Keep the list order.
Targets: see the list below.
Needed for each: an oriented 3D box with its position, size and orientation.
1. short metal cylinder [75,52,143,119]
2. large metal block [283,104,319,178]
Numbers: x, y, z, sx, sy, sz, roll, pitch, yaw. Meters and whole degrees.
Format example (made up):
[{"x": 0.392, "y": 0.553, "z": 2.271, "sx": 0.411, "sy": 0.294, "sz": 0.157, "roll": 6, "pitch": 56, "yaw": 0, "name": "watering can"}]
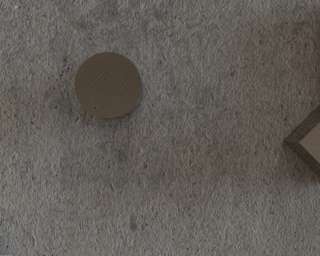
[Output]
[{"x": -0.062, "y": -0.052, "z": 0.397, "sx": 0.081, "sy": 0.050, "sz": 0.080, "roll": 0, "pitch": 90, "yaw": 0, "name": "short metal cylinder"}, {"x": 0.225, "y": 0.018, "z": 0.400, "sx": 0.080, "sy": 0.050, "sz": 0.080, "roll": -45, "pitch": 90, "yaw": 0, "name": "large metal block"}]
